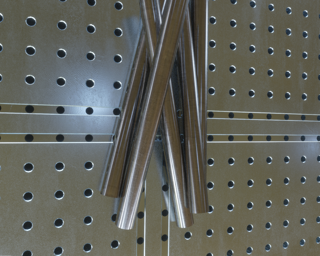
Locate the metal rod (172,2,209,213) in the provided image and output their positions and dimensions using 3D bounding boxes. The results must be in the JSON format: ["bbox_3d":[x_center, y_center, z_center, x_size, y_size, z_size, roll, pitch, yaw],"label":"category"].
[{"bbox_3d":[0.039,-0.040,0.412,0.025,0.025,0.298,-3,85,-20],"label":"metal rod"}]

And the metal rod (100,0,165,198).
[{"bbox_3d":[-0.028,-0.060,0.402,0.025,0.025,0.298,15,85,-20],"label":"metal rod"}]

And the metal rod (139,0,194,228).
[{"bbox_3d":[0.010,-0.013,0.400,0.025,0.025,0.298,-13,101,-20],"label":"metal rod"}]

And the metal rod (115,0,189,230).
[{"bbox_3d":[-0.010,-0.019,0.373,0.025,0.025,0.298,10,100,-20],"label":"metal rod"}]

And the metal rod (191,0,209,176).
[{"bbox_3d":[0.054,-0.059,0.433,0.025,0.025,0.298,1,90,-20],"label":"metal rod"}]
